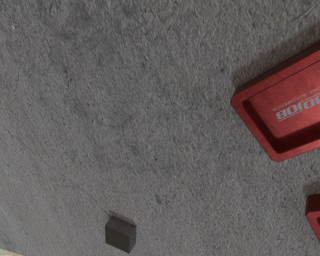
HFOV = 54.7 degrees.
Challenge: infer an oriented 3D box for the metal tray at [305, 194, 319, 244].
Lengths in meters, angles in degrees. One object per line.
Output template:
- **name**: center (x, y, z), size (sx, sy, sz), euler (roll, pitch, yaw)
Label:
- **metal tray**: center (0.244, 0.109, 0.342), size (0.130, 0.030, 0.090), euler (-21, 108, 36)

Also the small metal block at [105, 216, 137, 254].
- **small metal block**: center (-0.071, 0.195, 0.565), size (0.050, 0.025, 0.050), euler (17, 125, 18)

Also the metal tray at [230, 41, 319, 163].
- **metal tray**: center (0.149, -0.028, 0.307), size (0.130, 0.030, 0.090), euler (-31, 102, 38)
